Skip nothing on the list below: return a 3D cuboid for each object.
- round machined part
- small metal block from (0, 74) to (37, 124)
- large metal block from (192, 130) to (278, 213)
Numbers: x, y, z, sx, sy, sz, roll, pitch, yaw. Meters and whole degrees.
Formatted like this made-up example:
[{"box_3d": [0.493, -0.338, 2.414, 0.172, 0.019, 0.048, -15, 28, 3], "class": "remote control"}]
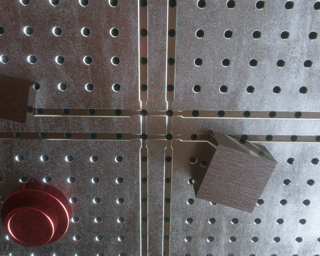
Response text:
[{"box_3d": [-0.183, 0.132, 0.451, 0.099, 0.042, 0.097, 0, 110, 0], "class": "round machined part"}, {"box_3d": [-0.190, -0.038, 0.398, 0.050, 0.025, 0.050, 13, 110, -5], "class": "small metal block"}, {"box_3d": [0.098, 0.059, 0.422, 0.080, 0.050, 0.079, 17, 109, -7], "class": "large metal block"}]
